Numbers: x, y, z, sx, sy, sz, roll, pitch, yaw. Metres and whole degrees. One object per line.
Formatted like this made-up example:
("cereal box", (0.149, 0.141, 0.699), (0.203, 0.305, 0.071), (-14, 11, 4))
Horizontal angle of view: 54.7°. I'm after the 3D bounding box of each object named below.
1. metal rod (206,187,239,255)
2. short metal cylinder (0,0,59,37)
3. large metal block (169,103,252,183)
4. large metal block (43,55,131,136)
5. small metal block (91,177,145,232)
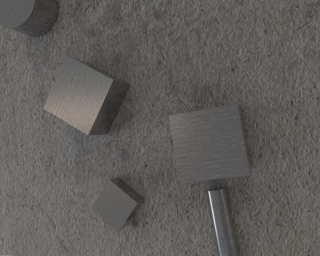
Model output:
("metal rod", (0.095, 0.222, 0.375), (0.025, 0.025, 0.298), (-11, 86, 19))
("short metal cylinder", (-0.202, -0.184, 0.467), (0.080, 0.050, 0.080), (0, 90, 20))
("large metal block", (0.063, 0.018, 0.374), (0.080, 0.050, 0.080), (-10, 87, 19))
("large metal block", (-0.101, -0.044, 0.431), (0.080, 0.050, 0.080), (29, 99, 17))
("small metal block", (-0.058, 0.105, 0.429), (0.050, 0.025, 0.050), (36, 101, 16))
